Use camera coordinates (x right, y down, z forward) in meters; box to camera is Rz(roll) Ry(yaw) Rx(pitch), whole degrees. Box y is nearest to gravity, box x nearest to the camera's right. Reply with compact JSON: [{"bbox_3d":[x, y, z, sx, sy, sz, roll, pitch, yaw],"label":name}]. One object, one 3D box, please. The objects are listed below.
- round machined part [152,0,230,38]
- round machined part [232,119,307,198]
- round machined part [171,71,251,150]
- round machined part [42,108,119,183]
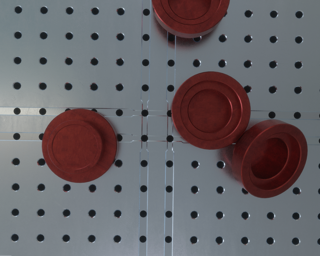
[{"bbox_3d":[0.038,-0.166,0.405,0.099,0.042,0.097,0,90,0],"label":"round machined part"},{"bbox_3d":[0.133,0.036,0.393,0.099,0.042,0.097,-7,109,-20],"label":"round machined part"},{"bbox_3d":[0.064,-0.022,0.405,0.099,0.042,0.097,0,90,0],"label":"round machined part"},{"bbox_3d":[-0.105,0.023,0.404,0.099,0.042,0.097,0,90,0],"label":"round machined part"}]
